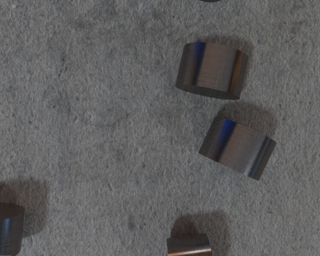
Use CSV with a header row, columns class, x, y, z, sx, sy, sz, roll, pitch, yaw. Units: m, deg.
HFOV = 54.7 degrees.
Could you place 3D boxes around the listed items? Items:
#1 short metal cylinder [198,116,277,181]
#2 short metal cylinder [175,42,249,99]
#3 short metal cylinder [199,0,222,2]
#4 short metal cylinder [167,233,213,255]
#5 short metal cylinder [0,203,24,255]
class,x,y,z,sx,sy,sz,roll,pitch,yaw
short metal cylinder,0.095,0.025,0.384,0.080,0.080,0.050,25,90,-1
short metal cylinder,0.064,-0.068,0.383,0.080,0.080,0.050,12,90,-1
short metal cylinder,0.069,-0.211,0.398,0.081,0.050,0.079,0,90,-1
short metal cylinder,0.039,0.175,0.383,0.050,0.080,0.080,-8,90,0
short metal cylinder,-0.213,0.127,0.380,0.081,0.080,0.050,5,90,-1
